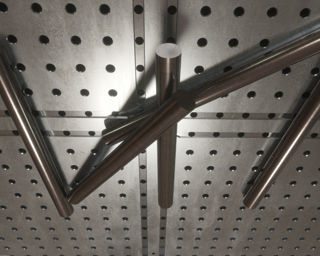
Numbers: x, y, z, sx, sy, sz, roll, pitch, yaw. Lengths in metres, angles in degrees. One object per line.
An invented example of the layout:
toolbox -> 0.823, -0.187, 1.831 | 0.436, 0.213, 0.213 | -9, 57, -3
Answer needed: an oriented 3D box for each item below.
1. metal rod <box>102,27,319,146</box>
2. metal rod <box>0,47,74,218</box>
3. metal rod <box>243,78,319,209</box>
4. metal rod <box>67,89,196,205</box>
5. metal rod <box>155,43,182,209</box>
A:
metal rod -> 0.059, -0.044, 0.374 | 0.300, 0.025, 0.025 | -24, 126, 18
metal rod -> -0.171, 0.030, 0.434 | 0.025, 0.025, 0.298 | -4, 130, 2
metal rod -> 0.183, 0.015, 0.427 | 0.025, 0.025, 0.298 | 9, 130, -8
metal rod -> -0.058, 0.043, 0.405 | 0.025, 0.025, 0.299 | 27, 138, -22
metal rod -> 0.009, 0.025, 0.406 | 0.025, 0.025, 0.298 | -1, 138, 0
